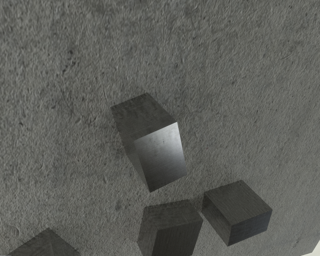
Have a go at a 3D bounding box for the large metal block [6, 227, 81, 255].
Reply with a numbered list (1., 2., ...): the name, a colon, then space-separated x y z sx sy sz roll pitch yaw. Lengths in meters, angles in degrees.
1. large metal block: -0.161 0.197 0.425 0.080 0.050 0.080 -33 129 -7

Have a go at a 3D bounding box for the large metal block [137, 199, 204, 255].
1. large metal block: 0.015 0.169 0.503 0.081 0.050 0.079 -3 120 -27

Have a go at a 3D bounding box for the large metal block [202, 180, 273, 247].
1. large metal block: 0.129 0.142 0.529 0.081 0.080 0.050 -12 124 -22

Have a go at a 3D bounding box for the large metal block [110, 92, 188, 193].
1. large metal block: -0.014 0.015 0.373 0.050 0.080 0.080 -24 127 -14
